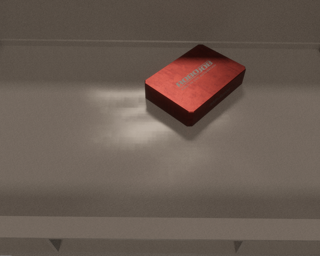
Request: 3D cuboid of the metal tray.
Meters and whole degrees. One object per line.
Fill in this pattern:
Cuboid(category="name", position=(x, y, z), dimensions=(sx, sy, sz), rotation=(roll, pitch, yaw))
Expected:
Cuboid(category="metal tray", position=(0.053, -0.068, 0.460), dimensions=(0.090, 0.030, 0.131), rotation=(36, 58, 26))
